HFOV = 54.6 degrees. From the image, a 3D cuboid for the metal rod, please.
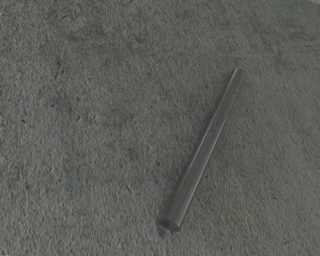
[{"bbox_3d":[0.072,0.008,0.437,0.025,0.025,0.301,36,51,-5],"label":"metal rod"}]
